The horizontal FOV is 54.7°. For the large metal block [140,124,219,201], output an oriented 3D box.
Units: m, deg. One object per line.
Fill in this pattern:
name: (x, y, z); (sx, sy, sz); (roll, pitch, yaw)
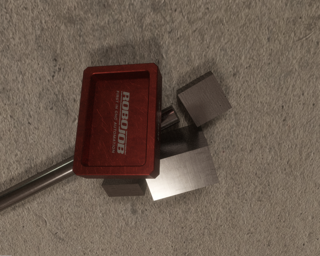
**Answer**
large metal block: (0.023, 0.039, 0.395); (0.080, 0.080, 0.050); (-17, 110, 5)

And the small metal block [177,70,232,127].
small metal block: (0.056, -0.037, 0.397); (0.050, 0.025, 0.050); (-30, 108, 10)

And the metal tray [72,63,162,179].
metal tray: (-0.046, -0.008, 0.357); (0.090, 0.030, 0.129); (-1, 73, 10)

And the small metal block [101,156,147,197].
small metal block: (-0.043, 0.062, 0.410); (0.050, 0.050, 0.025); (-6, 131, 17)

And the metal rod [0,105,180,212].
metal rod: (-0.112, 0.048, 0.425); (0.301, 0.025, 0.025); (-27, 108, 9)
